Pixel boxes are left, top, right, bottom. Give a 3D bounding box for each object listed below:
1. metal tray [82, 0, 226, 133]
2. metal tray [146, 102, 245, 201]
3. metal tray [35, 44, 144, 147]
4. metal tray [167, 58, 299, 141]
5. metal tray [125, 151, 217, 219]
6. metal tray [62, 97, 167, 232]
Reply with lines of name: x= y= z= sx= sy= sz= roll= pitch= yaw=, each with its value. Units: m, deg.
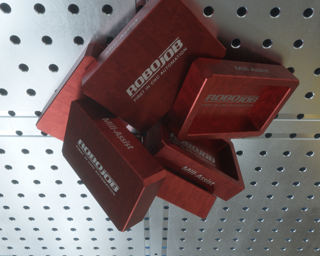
metal tray: x=-0.007 y=-0.066 z=0.327 sx=0.130 sy=0.030 sz=0.090 roll=-44 pitch=122 yaw=14
metal tray: x=0.044 y=0.026 z=0.390 sx=0.130 sy=0.090 sz=0.030 roll=31 pitch=123 yaw=-24
metal tray: x=-0.082 y=-0.028 z=0.384 sx=0.090 sy=0.030 sz=0.129 roll=31 pitch=124 yaw=-25
metal tray: x=0.083 y=-0.029 z=0.352 sx=0.131 sy=0.030 sz=0.089 roll=-2 pitch=135 yaw=-29
metal tray: x=0.002 y=0.066 z=0.405 sx=0.090 sy=0.130 sz=0.030 roll=31 pitch=85 yaw=-24
metal tray: x=-0.058 y=0.037 z=0.343 sx=0.030 sy=0.130 sz=0.089 roll=-20 pitch=145 yaw=-42
